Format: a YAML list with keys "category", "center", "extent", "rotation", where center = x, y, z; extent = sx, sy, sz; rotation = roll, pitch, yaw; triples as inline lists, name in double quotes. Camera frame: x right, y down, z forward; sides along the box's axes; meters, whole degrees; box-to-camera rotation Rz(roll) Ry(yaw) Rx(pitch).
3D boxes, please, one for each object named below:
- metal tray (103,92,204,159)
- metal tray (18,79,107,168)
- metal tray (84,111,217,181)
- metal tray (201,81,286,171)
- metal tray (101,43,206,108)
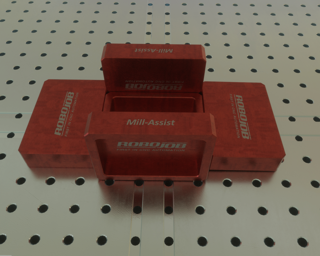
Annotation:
- category: "metal tray"
  center: [-0.009, -0.005, 0.406]
  extent: [0.131, 0.030, 0.090]
  rotation: [1, 50, 0]
- category: "metal tray"
  center: [-0.120, -0.010, 0.411]
  extent: [0.091, 0.030, 0.130]
  rotation: [1, 50, 0]
- category: "metal tray"
  center: [-0.010, 0.023, 0.344]
  extent: [0.131, 0.089, 0.030]
  rotation: [1, 50, 0]
- category: "metal tray"
  center: [0.102, -0.007, 0.409]
  extent: [0.091, 0.030, 0.130]
  rotation: [2, 50, -1]
- category: "metal tray"
  center: [-0.008, -0.069, 0.423]
  extent: [0.131, 0.089, 0.030]
  rotation: [1, 50, 0]
